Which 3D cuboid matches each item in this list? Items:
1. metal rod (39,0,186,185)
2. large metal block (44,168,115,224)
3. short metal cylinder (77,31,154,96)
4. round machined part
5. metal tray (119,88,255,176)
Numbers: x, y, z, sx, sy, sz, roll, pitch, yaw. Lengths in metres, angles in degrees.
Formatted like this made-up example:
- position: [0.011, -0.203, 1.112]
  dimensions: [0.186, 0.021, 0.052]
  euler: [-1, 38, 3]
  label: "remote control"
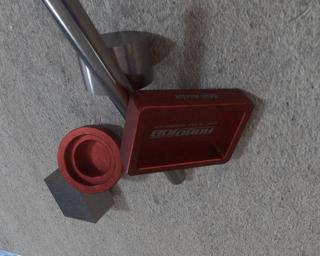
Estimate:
- position: [-0.029, -0.018, 0.329]
  dimensions: [0.025, 0.025, 0.299]
  euler: [2, 145, 27]
  label: "metal rod"
- position: [-0.134, 0.106, 0.519]
  dimensions: [0.080, 0.050, 0.080]
  euler: [-2, 118, 36]
  label: "large metal block"
- position: [-0.050, -0.075, 0.350]
  dimensions: [0.080, 0.080, 0.050]
  euler: [7, 121, 24]
  label: "short metal cylinder"
- position: [-0.095, 0.043, 0.455]
  dimensions: [0.098, 0.042, 0.097]
  euler: [2, 99, 11]
  label: "round machined part"
- position: [0.028, 0.004, 0.335]
  dimensions: [0.030, 0.131, 0.089]
  euler: [-120, 34, -45]
  label: "metal tray"
